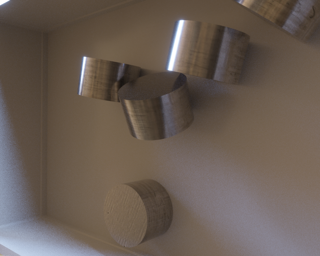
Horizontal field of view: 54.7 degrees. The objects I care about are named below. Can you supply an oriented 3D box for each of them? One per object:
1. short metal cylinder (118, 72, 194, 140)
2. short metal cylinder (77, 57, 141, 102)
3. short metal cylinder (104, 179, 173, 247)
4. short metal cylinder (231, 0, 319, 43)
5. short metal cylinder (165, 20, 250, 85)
[{"bbox_3d":[-0.004,-0.028,0.365,0.080,0.080,0.050,11,127,39],"label":"short metal cylinder"},{"bbox_3d":[-0.070,-0.066,0.429,0.080,0.081,0.050,17,101,39],"label":"short metal cylinder"},{"bbox_3d":[-0.030,0.112,0.415,0.080,0.050,0.080,0,90,40],"label":"short metal cylinder"},{"bbox_3d":[0.112,-0.119,0.278,0.080,0.081,0.050,46,117,30],"label":"short metal cylinder"},{"bbox_3d":[0.049,-0.079,0.330,0.080,0.081,0.050,20,103,38],"label":"short metal cylinder"}]
